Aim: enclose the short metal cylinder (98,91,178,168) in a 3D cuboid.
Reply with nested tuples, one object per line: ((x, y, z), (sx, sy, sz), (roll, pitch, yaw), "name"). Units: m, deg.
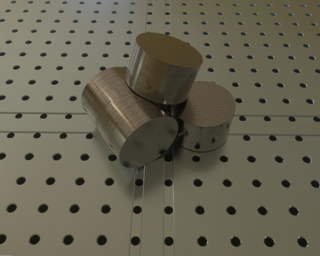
((-0.026, 0.002, 0.370), (0.081, 0.080, 0.050), (-27, 56, -21), "short metal cylinder")

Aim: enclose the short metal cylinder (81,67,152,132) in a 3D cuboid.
((-0.053, -0.031, 0.397), (0.081, 0.080, 0.050), (-27, 56, -21), "short metal cylinder")

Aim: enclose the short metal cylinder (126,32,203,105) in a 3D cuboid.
((0.004, -0.072, 0.368), (0.081, 0.050, 0.080), (14, 36, -10), "short metal cylinder")

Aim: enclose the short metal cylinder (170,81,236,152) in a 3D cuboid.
((0.054, -0.016, 0.404), (0.081, 0.050, 0.080), (0, 50, 0), "short metal cylinder")

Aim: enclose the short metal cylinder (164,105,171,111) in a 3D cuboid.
((0.009, -0.067, 0.447), (0.081, 0.050, 0.080), (0, 50, 0), "short metal cylinder")
